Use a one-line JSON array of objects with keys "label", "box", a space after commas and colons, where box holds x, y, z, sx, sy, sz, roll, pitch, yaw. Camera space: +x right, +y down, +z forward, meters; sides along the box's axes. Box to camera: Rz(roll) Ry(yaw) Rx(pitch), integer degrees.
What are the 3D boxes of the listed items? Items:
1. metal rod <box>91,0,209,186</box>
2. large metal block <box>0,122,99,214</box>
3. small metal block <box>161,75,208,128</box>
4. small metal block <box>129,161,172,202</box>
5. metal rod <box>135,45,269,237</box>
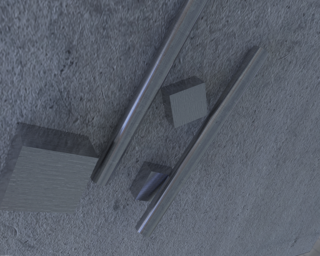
[{"label": "metal rod", "box": [-0.008, -0.057, 0.368, 0.025, 0.025, 0.298, 18, 109, -36]}, {"label": "large metal block", "box": [-0.128, 0.047, 0.351, 0.081, 0.050, 0.080, 15, 111, -35]}, {"label": "small metal block", "box": [0.032, -0.034, 0.405, 0.050, 0.025, 0.050, -22, 127, -16]}, {"label": "small metal block", "box": [-0.009, 0.080, 0.453, 0.050, 0.025, 0.050, 17, 109, -35]}, {"label": "metal rod", "box": [0.056, 0.021, 0.429, 0.025, 0.025, 0.299, 30, 95, -38]}]
